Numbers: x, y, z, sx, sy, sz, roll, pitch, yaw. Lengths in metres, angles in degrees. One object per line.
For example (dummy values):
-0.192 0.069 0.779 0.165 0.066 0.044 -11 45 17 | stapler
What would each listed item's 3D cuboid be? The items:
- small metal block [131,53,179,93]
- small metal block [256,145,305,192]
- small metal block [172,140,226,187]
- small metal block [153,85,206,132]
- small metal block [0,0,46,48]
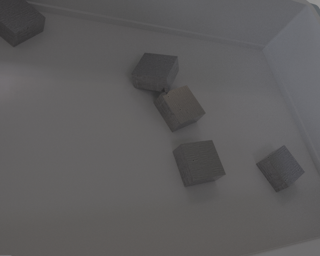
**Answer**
-0.005 -0.079 0.436 0.050 0.025 0.050 10 50 17 | small metal block
0.181 0.060 0.466 0.050 0.025 0.050 -25 75 -37 | small metal block
0.051 0.046 0.405 0.050 0.025 0.050 -5 64 -30 | small metal block
0.028 -0.028 0.437 0.050 0.025 0.050 -22 74 -36 | small metal block
-0.183 -0.137 0.390 0.050 0.025 0.050 40 51 -1 | small metal block
